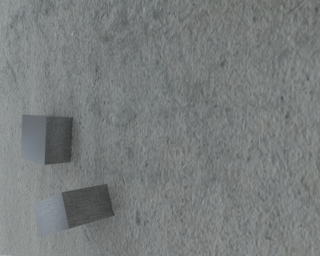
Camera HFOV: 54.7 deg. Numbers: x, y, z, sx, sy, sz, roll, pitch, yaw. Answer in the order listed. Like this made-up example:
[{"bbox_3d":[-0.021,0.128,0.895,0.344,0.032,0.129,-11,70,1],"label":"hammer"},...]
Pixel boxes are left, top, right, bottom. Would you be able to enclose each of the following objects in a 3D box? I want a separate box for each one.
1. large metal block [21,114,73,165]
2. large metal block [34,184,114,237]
[{"bbox_3d":[-0.203,0.018,0.552,0.080,0.050,0.079,5,93,39],"label":"large metal block"},{"bbox_3d":[-0.132,0.125,0.475,0.080,0.081,0.050,-26,74,37],"label":"large metal block"}]
